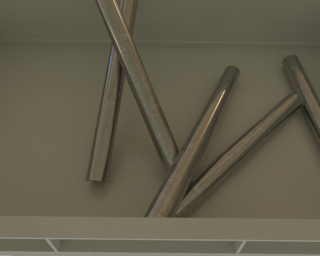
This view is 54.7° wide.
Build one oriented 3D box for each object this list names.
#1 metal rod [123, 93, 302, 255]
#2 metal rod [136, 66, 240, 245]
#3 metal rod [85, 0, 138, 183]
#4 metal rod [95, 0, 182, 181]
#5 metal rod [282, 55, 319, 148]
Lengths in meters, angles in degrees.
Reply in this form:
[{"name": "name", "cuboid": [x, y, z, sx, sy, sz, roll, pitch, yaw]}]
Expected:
[{"name": "metal rod", "cuboid": [0.081, 0.041, 0.371, 0.302, 0.025, 0.025, -36, 59, -27]}, {"name": "metal rod", "cuboid": [0.051, 0.005, 0.374, 0.025, 0.025, 0.301, 19, 44, 15]}, {"name": "metal rod", "cuboid": [-0.055, -0.081, 0.397, 0.025, 0.025, 0.299, 6, 74, 4]}, {"name": "metal rod", "cuboid": [-0.033, -0.075, 0.374, 0.025, 0.025, 0.299, -20, 83, -17]}, {"name": "metal rod", "cuboid": [0.214, 0.007, 0.401, 0.025, 0.025, 0.300, -1, 50, -1]}]
